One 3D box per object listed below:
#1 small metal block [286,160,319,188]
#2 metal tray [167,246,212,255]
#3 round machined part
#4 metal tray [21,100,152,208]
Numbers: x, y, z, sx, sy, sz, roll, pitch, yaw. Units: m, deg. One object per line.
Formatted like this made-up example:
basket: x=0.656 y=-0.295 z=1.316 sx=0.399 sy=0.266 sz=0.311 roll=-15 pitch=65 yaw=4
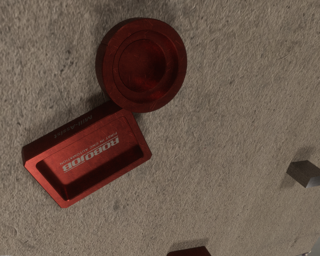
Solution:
small metal block: x=0.288 y=0.089 z=0.607 sx=0.050 sy=0.050 sz=0.025 roll=-3 pitch=120 yaw=-28
metal tray: x=0.042 y=0.297 z=0.612 sx=0.091 sy=0.030 sz=0.129 roll=4 pitch=117 yaw=-31
round machined part: x=-0.023 y=-0.069 z=0.335 sx=0.099 sy=0.042 sz=0.097 roll=-12 pitch=115 yaw=-27
metal tray: x=-0.084 y=0.031 z=0.377 sx=0.131 sy=0.030 sz=0.090 roll=-30 pitch=129 yaw=-10
